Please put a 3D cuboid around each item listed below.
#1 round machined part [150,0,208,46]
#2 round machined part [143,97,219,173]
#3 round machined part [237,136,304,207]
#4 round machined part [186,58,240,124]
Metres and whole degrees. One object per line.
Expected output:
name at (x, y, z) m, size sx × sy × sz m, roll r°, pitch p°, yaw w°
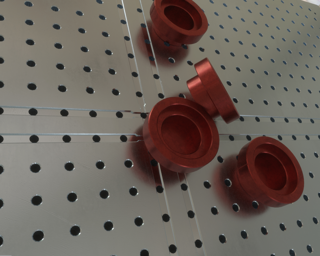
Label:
round machined part at (0.028, -0.177, 0.520) m, size 0.099 × 0.042 × 0.098 m, roll 13°, pitch 56°, yaw -21°
round machined part at (0.023, 0.012, 0.400) m, size 0.099 × 0.042 × 0.098 m, roll 12°, pitch 59°, yaw -20°
round machined part at (0.149, 0.064, 0.438) m, size 0.099 × 0.042 × 0.098 m, roll 13°, pitch 56°, yaw -21°
round machined part at (0.073, -0.048, 0.444) m, size 0.098 × 0.042 × 0.098 m, roll 55°, pitch 16°, yaw -23°
